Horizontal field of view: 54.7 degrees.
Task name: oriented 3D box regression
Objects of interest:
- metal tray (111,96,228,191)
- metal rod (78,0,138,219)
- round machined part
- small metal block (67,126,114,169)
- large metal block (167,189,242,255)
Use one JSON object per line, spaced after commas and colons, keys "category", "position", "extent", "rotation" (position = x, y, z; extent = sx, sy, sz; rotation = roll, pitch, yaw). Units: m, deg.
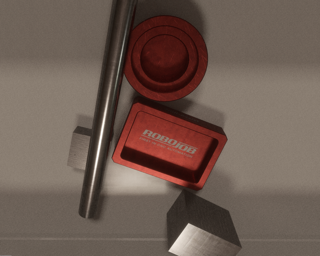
{"category": "metal tray", "position": [0.012, 0.022, 0.417], "extent": [0.131, 0.030, 0.089], "rotation": [20, 109, -8]}
{"category": "metal rod", "position": [-0.066, -0.013, 0.370], "extent": [0.025, 0.025, 0.298], "rotation": [13, 115, -5]}
{"category": "round machined part", "position": [0.005, -0.084, 0.371], "extent": [0.099, 0.042, 0.097], "rotation": [0, 110, -1]}
{"category": "small metal block", "position": [-0.094, 0.030, 0.421], "extent": [0.050, 0.025, 0.050], "rotation": [14, 110, -6]}
{"category": "large metal block", "position": [0.058, 0.143, 0.435], "extent": [0.080, 0.080, 0.050], "rotation": [28, 108, -10]}
